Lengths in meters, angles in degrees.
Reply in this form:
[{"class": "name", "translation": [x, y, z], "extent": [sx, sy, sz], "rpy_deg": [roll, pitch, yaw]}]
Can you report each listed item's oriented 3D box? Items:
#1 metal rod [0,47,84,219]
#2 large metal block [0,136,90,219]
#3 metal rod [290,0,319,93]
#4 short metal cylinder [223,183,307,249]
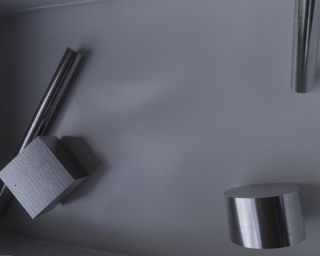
[{"class": "metal rod", "translation": [-0.197, 0.015, 0.477], "extent": [0.025, 0.025, 0.299], "rpy_deg": [33, 100, 16]}, {"class": "large metal block", "translation": [-0.164, 0.067, 0.443], "extent": [0.080, 0.050, 0.080], "rpy_deg": [-42, 82, 5]}, {"class": "metal rod", "translation": [0.129, -0.155, 0.259], "extent": [0.025, 0.025, 0.299], "rpy_deg": [0, 134, 20]}, {"class": "short metal cylinder", "translation": [0.114, 0.093, 0.341], "extent": [0.080, 0.080, 0.050], "rpy_deg": [-9, 87, 19]}]
